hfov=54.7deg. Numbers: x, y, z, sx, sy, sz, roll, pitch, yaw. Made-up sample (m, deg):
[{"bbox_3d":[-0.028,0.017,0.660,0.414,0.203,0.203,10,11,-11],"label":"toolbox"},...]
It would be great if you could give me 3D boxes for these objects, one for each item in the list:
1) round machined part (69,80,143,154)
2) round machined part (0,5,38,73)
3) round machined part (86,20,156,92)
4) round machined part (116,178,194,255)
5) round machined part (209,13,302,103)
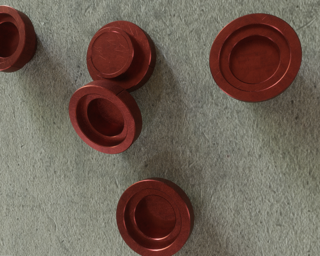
[{"bbox_3d":[-0.067,-0.018,0.410,0.098,0.042,0.097,12,122,20],"label":"round machined part"},{"bbox_3d":[-0.233,-0.135,0.482,0.098,0.042,0.097,0,90,20],"label":"round machined part"},{"bbox_3d":[-0.058,-0.098,0.420,0.098,0.042,0.097,0,90,20],"label":"round machined part"},{"bbox_3d":[-0.003,0.113,0.401,0.098,0.042,0.097,0,90,20],"label":"round machined part"},{"bbox_3d":[0.110,-0.078,0.361,0.098,0.042,0.097,0,90,20],"label":"round machined part"}]
